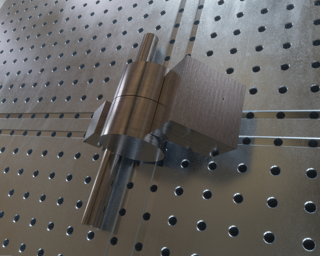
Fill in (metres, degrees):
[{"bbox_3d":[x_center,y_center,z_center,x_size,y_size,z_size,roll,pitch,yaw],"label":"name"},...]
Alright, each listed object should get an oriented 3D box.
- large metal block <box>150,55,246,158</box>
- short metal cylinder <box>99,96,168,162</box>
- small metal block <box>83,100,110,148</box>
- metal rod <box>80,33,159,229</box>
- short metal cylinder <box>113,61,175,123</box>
[{"bbox_3d":[0.044,-0.021,0.349,0.050,0.080,0.080,-32,39,59],"label":"large metal block"},{"bbox_3d":[-0.028,0.003,0.380,0.080,0.080,0.050,1,62,28],"label":"short metal cylinder"},{"bbox_3d":[-0.080,-0.004,0.434,0.050,0.025,0.050,-29,41,56],"label":"small metal block"},{"bbox_3d":[-0.049,-0.013,0.436,0.025,0.025,0.300,1,62,28],"label":"metal rod"},{"bbox_3d":[-0.016,-0.042,0.402,0.080,0.080,0.050,1,62,28],"label":"short metal cylinder"}]
